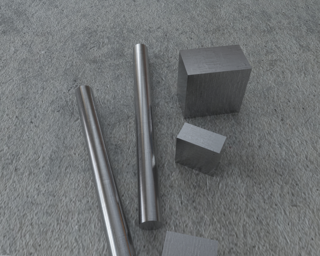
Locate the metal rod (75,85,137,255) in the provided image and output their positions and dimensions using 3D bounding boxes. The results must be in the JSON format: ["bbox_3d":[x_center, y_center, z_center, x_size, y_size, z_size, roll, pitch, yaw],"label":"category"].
[{"bbox_3d":[-0.063,0.058,0.353,0.025,0.025,0.299,-14,51,-12],"label":"metal rod"}]

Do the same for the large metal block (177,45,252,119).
[{"bbox_3d":[0.069,-0.061,0.420,0.081,0.080,0.050,-7,51,-6],"label":"large metal block"}]

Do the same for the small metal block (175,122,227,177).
[{"bbox_3d":[0.047,0.026,0.366,0.050,0.050,0.025,20,53,16],"label":"small metal block"}]

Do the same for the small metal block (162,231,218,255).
[{"bbox_3d":[0.026,0.131,0.294,0.050,0.025,0.050,9,51,7],"label":"small metal block"}]

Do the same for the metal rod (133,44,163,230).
[{"bbox_3d":[-0.021,-0.014,0.414,0.025,0.025,0.300,-3,50,-3],"label":"metal rod"}]
